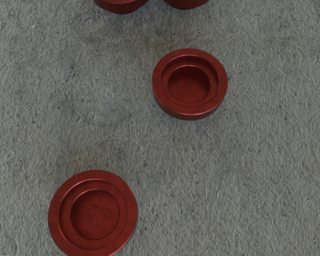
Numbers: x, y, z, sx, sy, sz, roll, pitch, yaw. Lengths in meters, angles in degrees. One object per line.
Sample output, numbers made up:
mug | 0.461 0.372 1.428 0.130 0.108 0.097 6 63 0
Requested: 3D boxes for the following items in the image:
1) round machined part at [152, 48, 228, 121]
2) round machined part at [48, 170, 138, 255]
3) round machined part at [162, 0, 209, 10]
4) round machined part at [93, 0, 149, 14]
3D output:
round machined part | 0.039 -0.055 0.419 0.099 0.042 0.098 0 70 0
round machined part | -0.074 0.101 0.361 0.099 0.042 0.098 0 70 0
round machined part | 0.038 -0.224 0.480 0.099 0.042 0.098 1 70 -2
round machined part | -0.059 -0.216 0.478 0.099 0.042 0.098 0 70 0
